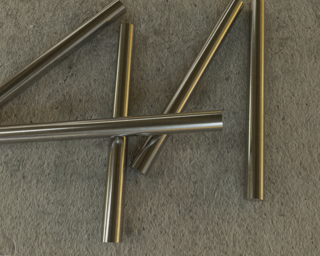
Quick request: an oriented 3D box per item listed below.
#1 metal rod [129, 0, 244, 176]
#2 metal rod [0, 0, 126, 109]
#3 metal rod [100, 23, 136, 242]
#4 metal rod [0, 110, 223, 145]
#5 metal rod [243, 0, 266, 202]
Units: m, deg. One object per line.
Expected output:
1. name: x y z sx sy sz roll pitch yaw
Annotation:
1. metal rod: 0.045 -0.069 0.433 0.025 0.025 0.300 28 72 9
2. metal rod: -0.168 -0.088 0.438 0.301 0.025 0.025 -43 76 -14
3. metal rod: -0.053 -0.008 0.410 0.025 0.025 0.299 2 70 0
4. metal rod: -0.077 0.001 0.382 0.302 0.025 0.025 -4 70 7
5. metal rod: 0.132 -0.052 0.428 0.025 0.025 0.299 7 70 2
